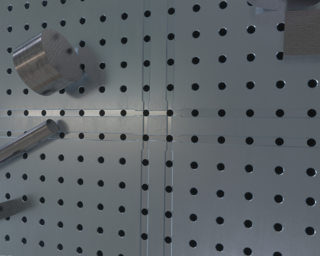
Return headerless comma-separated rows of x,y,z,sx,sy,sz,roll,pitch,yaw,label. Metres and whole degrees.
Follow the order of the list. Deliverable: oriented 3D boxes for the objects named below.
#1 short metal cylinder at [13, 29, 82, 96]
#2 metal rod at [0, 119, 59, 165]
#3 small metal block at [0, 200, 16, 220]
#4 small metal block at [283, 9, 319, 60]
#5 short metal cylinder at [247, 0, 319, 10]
-0.157,-0.092,0.438,0.050,0.080,0.080,-24,82,18,short metal cylinder
-0.291,0.062,0.514,0.300,0.025,0.025,-27,81,17,metal rod
-0.273,0.141,0.495,0.050,0.050,0.025,-25,82,18,small metal block
0.168,-0.106,0.353,0.050,0.025,0.050,3,91,20,small metal block
0.137,-0.167,0.335,0.080,0.080,0.050,7,93,20,short metal cylinder
